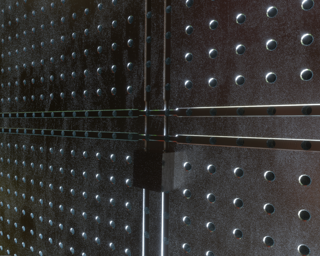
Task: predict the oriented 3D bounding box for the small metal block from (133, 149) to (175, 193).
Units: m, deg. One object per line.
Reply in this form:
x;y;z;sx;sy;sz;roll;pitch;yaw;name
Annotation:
-0.009;0.056;0.415;0.050;0.025;0.050;3;92;39;small metal block
